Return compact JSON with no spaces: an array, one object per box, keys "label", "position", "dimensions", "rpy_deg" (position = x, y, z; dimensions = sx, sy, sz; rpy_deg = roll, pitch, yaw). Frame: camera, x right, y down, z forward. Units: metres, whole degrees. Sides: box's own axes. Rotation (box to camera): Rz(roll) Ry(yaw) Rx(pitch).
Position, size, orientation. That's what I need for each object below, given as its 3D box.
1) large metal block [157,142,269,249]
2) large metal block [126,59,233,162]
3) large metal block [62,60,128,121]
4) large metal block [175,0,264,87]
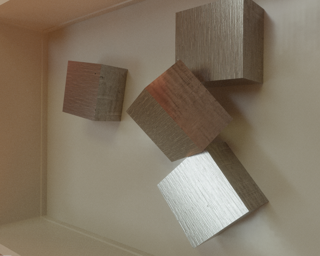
[{"label":"large metal block","position":[0.056,0.072,0.344],"dimensions":[0.080,0.050,0.080],"rpy_deg":[-47,62,30]},{"label":"large metal block","position":[0.017,-0.014,0.335],"dimensions":[0.080,0.050,0.080],"rpy_deg":[48,157,-3]},{"label":"large metal block","position":[-0.100,-0.057,0.474],"dimensions":[0.080,0.050,0.079],"rpy_deg":[15,99,39]},{"label":"large metal block","position":[0.064,-0.088,0.338],"dimensions":[0.080,0.050,0.080],"rpy_deg":[1,91,40]}]
